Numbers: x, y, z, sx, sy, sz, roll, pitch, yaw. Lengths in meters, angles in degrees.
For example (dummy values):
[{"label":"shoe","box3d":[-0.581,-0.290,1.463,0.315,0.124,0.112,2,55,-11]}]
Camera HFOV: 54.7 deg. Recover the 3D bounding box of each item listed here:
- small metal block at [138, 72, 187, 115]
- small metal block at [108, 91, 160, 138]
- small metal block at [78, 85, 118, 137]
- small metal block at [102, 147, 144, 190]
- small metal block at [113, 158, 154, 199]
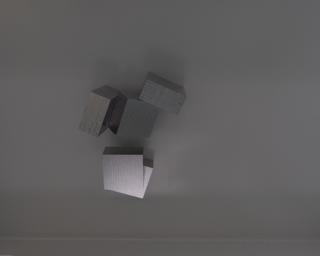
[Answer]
[{"label":"small metal block","box3d":[0.003,-0.044,0.382,0.050,0.050,0.025,23,109,-8]},{"label":"small metal block","box3d":[-0.032,-0.016,0.393,0.050,0.025,0.050,5,114,-37]},{"label":"small metal block","box3d":[-0.073,-0.022,0.387,0.025,0.050,0.050,24,109,2]},{"label":"small metal block","box3d":[-0.047,0.052,0.403,0.050,0.025,0.050,0,110,-1]},{"label":"small metal block","box3d":[-0.041,0.065,0.435,0.050,0.025,0.050,16,109,-6]}]
